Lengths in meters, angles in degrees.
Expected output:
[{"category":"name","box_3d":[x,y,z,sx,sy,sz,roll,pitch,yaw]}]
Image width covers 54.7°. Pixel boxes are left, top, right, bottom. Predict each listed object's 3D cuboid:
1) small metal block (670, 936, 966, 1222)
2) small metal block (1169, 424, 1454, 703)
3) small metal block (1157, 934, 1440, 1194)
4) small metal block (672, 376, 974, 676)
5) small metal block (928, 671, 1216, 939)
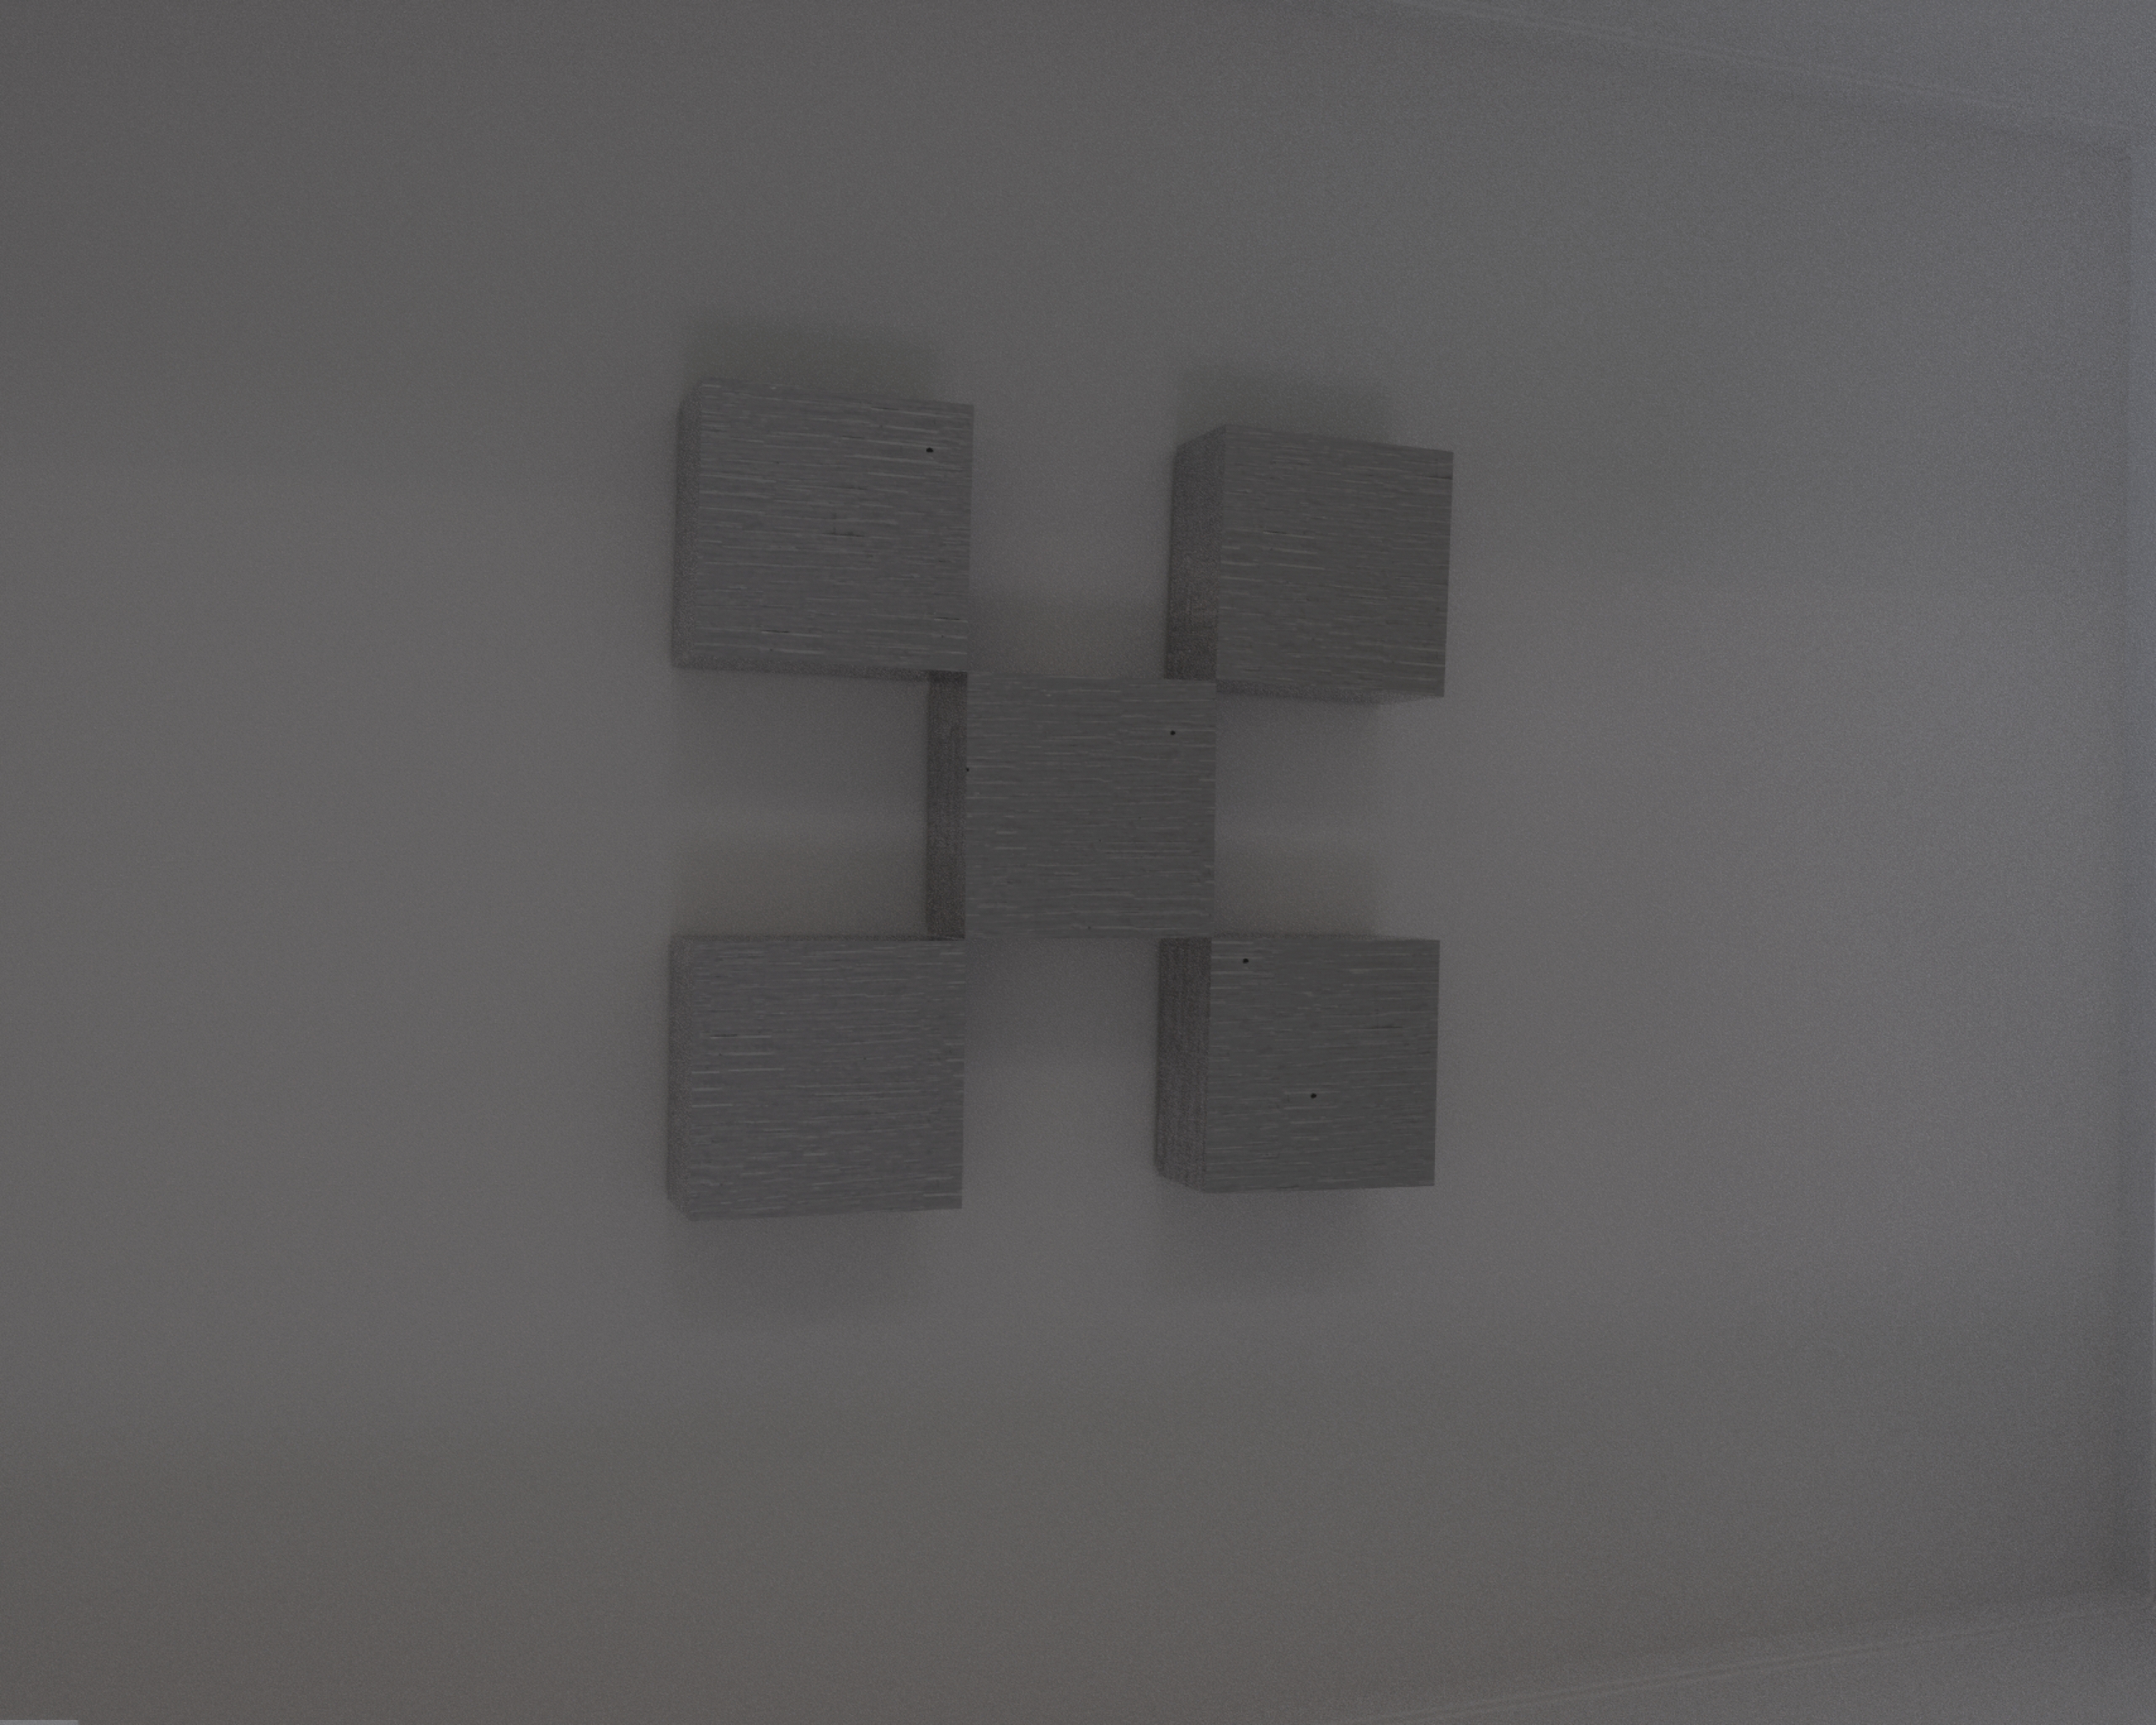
[{"category":"small metal block","box_3d":[-0.049,0.039,0.390,0.050,0.025,0.050,1,90,-20]},{"category":"small metal block","box_3d":[0.047,-0.059,0.425,0.050,0.025,0.050,3,89,-20]},{"category":"small metal block","box_3d":[0.045,0.040,0.424,0.050,0.025,0.050,1,90,-20]},{"category":"small metal block","box_3d":[-0.048,-0.061,0.391,0.050,0.025,0.050,2,90,-20]},{"category":"small metal block","box_3d":[-0.001,-0.011,0.407,0.050,0.025,0.050,0,90,-20]}]
